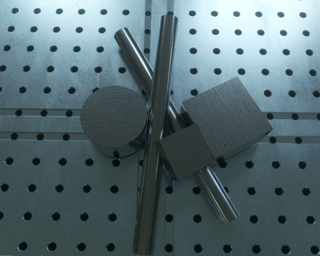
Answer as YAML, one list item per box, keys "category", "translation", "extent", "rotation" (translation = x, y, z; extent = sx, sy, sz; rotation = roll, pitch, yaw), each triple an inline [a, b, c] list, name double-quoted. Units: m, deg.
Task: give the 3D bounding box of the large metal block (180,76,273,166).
- category: "large metal block"
  translation: [0.081, -0.007, 0.397]
  extent: [0.080, 0.050, 0.080]
  rotation: [-26, 72, -9]

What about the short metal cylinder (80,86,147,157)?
- category: "short metal cylinder"
  translation: [-0.056, -0.007, 0.397]
  extent: [0.081, 0.050, 0.080]
  rotation: [0, 70, -1]

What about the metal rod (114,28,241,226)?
- category: "metal rod"
  translation: [0.014, -0.014, 0.413]
  extent: [0.025, 0.025, 0.299]
  rotation: [-27, 73, -9]

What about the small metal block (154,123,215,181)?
- category: "small metal block"
  translation: [0.028, 0.028, 0.364]
  extent: [0.050, 0.025, 0.050]
  rotation: [-24, 87, -17]

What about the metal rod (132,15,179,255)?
- category: "metal rod"
  translation: [-0.004, -0.001, 0.387]
  extent: [0.025, 0.025, 0.299]
  rotation: [6, 78, 2]
